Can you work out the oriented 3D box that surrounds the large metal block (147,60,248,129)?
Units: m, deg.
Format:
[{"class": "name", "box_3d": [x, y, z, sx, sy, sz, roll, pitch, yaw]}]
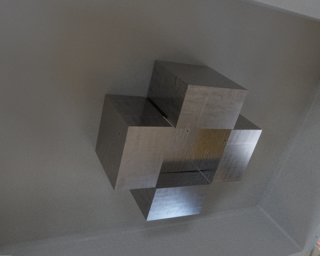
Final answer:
[{"class": "large metal block", "box_3d": [0.041, -0.040, 0.368, 0.081, 0.080, 0.050, 1, 118, -29]}]

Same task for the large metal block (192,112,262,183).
[{"class": "large metal block", "box_3d": [0.081, 0.018, 0.427, 0.050, 0.080, 0.079, 1, 118, -29]}]

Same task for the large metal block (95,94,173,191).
[{"class": "large metal block", "box_3d": [-0.035, 0.014, 0.362, 0.050, 0.080, 0.079, 1, 118, -29]}]

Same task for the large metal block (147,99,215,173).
[{"class": "large metal block", "box_3d": [0.019, 0.010, 0.406, 0.081, 0.050, 0.079, 1, 118, -29]}]

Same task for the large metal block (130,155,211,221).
[{"class": "large metal block", "box_3d": [0.008, 0.074, 0.421, 0.081, 0.080, 0.050, 2, 118, -29]}]
